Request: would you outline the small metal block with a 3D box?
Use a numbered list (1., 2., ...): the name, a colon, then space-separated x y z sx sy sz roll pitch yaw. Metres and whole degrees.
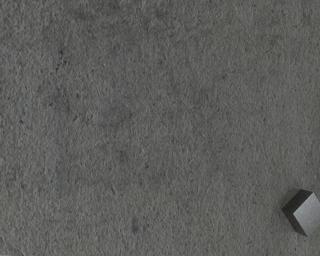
1. small metal block: 0.231 0.135 0.494 0.050 0.025 0.050 -39 103 -16
